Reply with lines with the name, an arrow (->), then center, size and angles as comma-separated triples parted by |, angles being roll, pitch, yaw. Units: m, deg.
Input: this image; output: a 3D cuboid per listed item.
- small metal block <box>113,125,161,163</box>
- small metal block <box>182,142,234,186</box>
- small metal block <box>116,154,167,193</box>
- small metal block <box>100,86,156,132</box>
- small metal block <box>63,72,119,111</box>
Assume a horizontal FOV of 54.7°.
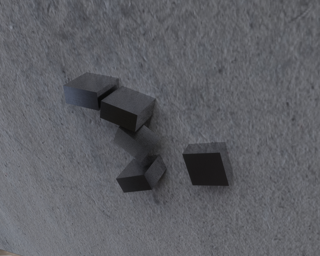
small metal block -> -0.033, 0.015, 0.421 | 0.050, 0.025, 0.050 | 38, 152, 2
small metal block -> 0.063, 0.047, 0.402 | 0.050, 0.025, 0.050 | -5, 116, 30
small metal block -> -0.026, 0.065, 0.443 | 0.050, 0.050, 0.025 | -13, 112, 33
small metal block -> -0.040, -0.026, 0.395 | 0.050, 0.050, 0.025 | 22, 126, 15
small metal block -> -0.088, -0.049, 0.405 | 0.050, 0.050, 0.025 | 13, 124, 20
